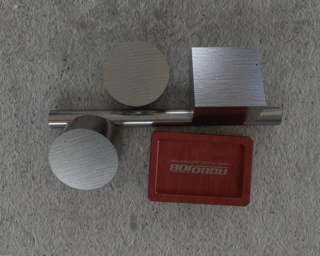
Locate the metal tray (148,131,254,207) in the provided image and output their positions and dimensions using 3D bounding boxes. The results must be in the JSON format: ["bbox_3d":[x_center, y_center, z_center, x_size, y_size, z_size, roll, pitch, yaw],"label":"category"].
[{"bbox_3d":[0.052,0.052,0.408,0.131,0.030,0.089,3,90,0],"label":"metal tray"}]

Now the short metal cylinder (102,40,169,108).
[{"bbox_3d":[-0.029,-0.066,0.398,0.081,0.050,0.080,0,90,0],"label":"short metal cylinder"}]

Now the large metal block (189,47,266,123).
[{"bbox_3d":[0.080,-0.053,0.387,0.081,0.050,0.080,-1,69,0],"label":"large metal block"}]

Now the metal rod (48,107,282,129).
[{"bbox_3d":[0.007,-0.014,0.412,0.302,0.025,0.025,-1,90,0],"label":"metal rod"}]

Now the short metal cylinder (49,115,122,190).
[{"bbox_3d":[-0.089,0.029,0.386,0.081,0.050,0.079,0,111,-1],"label":"short metal cylinder"}]
